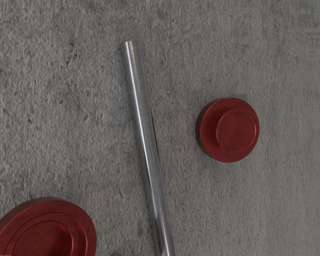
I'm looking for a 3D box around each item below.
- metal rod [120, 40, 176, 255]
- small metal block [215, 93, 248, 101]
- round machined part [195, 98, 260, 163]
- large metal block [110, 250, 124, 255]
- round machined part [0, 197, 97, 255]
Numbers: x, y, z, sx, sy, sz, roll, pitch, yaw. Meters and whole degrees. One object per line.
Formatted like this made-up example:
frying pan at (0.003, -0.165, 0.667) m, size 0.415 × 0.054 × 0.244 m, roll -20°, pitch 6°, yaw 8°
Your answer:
metal rod at (-0.012, 0.043, 0.394) m, size 0.025 × 0.025 × 0.298 m, roll -16°, pitch 100°, yaw -39°
small metal block at (0.120, -0.028, 0.505) m, size 0.050 × 0.025 × 0.050 m, roll -15°, pitch 100°, yaw -39°
round machined part at (0.106, 0.004, 0.459) m, size 0.099 × 0.042 × 0.097 m, roll -2°, pitch 96°, yaw -16°
large metal block at (-0.041, 0.193, 0.335) m, size 0.080 × 0.080 × 0.050 m, roll -48°, pitch 119°, yaw -29°
round machined part at (-0.115, 0.115, 0.298) m, size 0.099 × 0.042 × 0.097 m, roll 0°, pitch 90°, yaw -40°
